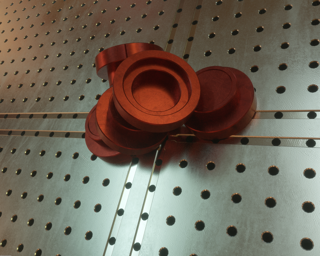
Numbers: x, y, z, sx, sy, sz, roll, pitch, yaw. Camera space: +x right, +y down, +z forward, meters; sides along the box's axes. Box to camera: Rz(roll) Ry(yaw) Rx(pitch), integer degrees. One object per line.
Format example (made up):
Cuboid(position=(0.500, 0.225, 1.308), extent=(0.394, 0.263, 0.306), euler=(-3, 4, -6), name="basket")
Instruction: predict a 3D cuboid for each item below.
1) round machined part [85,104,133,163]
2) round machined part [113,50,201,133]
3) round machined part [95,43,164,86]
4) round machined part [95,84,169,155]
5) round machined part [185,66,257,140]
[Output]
Cuboid(position=(-0.064, -0.005, 0.432), extent=(0.098, 0.042, 0.098), euler=(-13, 56, 20), name="round machined part")
Cuboid(position=(-0.006, -0.039, 0.361), extent=(0.099, 0.042, 0.098), euler=(4, 65, -8), name="round machined part")
Cuboid(position=(-0.039, -0.080, 0.436), extent=(0.098, 0.098, 0.042), euler=(-12, 83, 21), name="round machined part")
Cuboid(position=(-0.032, -0.018, 0.393), extent=(0.099, 0.042, 0.098), euler=(6, 63, -11), name="round machined part")
Cuboid(position=(0.066, -0.038, 0.385), extent=(0.098, 0.042, 0.098), euler=(-13, 56, 20), name="round machined part")
